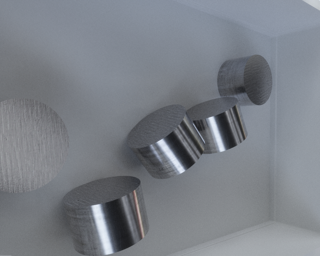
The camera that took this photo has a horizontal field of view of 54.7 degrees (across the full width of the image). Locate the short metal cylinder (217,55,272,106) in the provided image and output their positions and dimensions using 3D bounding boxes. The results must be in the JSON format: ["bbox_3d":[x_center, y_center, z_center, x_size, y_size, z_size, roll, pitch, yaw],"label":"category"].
[{"bbox_3d":[0.140,-0.076,0.507,0.081,0.050,0.080,0,90,-40],"label":"short metal cylinder"}]

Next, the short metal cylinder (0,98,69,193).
[{"bbox_3d":[-0.131,0.015,0.280,0.081,0.050,0.080,0,90,-40],"label":"short metal cylinder"}]

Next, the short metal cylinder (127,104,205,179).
[{"bbox_3d":[0.007,0.015,0.377,0.080,0.080,0.050,-48,119,-29],"label":"short metal cylinder"}]

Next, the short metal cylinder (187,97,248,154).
[{"bbox_3d":[0.076,-0.005,0.434,0.081,0.080,0.050,-33,111,-35],"label":"short metal cylinder"}]

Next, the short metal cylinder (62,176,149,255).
[{"bbox_3d":[-0.055,0.088,0.325,0.081,0.080,0.050,-17,101,-39],"label":"short metal cylinder"}]
